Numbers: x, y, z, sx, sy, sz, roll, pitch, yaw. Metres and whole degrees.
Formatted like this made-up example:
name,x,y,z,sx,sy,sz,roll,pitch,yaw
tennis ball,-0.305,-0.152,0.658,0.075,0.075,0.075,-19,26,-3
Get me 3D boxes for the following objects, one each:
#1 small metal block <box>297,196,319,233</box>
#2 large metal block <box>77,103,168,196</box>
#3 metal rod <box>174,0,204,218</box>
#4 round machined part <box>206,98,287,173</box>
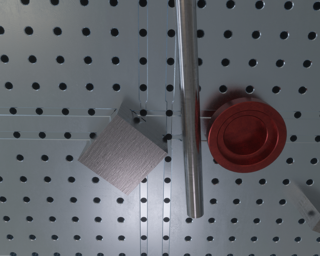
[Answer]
name,x,y,z,sx,sy,sz,roll,pitch,yaw
small metal block,0.238,0.131,0.451,0.050,0.050,0.025,22,109,-8
large metal block,-0.047,0.028,0.410,0.080,0.050,0.080,39,105,-13
metal rod,0.041,-0.013,0.409,0.025,0.025,0.298,-4,110,1
round machined part,0.110,0.007,0.408,0.099,0.042,0.097,0,110,0
